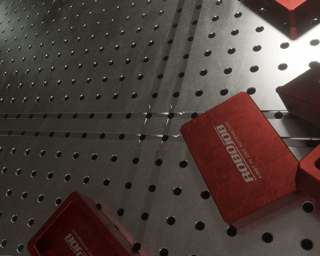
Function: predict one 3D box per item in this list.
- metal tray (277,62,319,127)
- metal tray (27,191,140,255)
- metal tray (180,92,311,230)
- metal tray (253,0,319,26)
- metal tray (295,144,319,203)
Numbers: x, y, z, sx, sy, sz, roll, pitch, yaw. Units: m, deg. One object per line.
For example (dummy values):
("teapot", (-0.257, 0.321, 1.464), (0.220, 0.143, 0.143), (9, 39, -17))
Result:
("metal tray", (0.195, -0.054, 0.305), (0.130, 0.030, 0.090), (-33, 15, 6))
("metal tray", (-0.089, 0.147, 0.359), (0.130, 0.030, 0.090), (35, 81, 38))
("metal tray", (0.087, 0.031, 0.340), (0.090, 0.030, 0.130), (-30, 52, 8))
("metal tray", (0.182, -0.208, 0.436), (0.090, 0.030, 0.130), (-34, 52, 5))
("metal tray", (0.195, 0.028, 0.263), (0.131, 0.030, 0.090), (-35, 50, -16))
